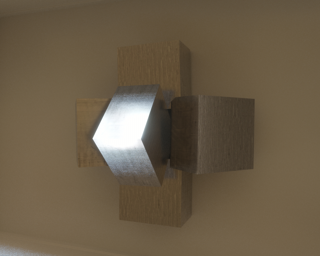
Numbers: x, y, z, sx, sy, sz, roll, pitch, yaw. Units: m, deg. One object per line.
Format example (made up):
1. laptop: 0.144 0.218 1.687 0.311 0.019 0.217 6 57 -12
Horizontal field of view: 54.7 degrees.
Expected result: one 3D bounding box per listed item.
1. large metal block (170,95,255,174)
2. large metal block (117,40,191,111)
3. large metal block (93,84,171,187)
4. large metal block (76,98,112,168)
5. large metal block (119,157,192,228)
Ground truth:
1. large metal block: 0.059 0.006 0.351 0.050 0.081 0.079 2 92 58
2. large metal block: -0.006 -0.062 0.395 0.080 0.050 0.080 -2 90 20
3. large metal block: -0.023 0.009 0.346 0.050 0.080 0.080 -1 46 19
4. large metal block: -0.082 0.005 0.401 0.050 0.080 0.080 -1 90 -16
5. large metal block: -0.004 0.076 0.397 0.080 0.050 0.080 1 90 20
